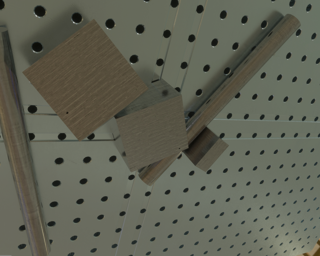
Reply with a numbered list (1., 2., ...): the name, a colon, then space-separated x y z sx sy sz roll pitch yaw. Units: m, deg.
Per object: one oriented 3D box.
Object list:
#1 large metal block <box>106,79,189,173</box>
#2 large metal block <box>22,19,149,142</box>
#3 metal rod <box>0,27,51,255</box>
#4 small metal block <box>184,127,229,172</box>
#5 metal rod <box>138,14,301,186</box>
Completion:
1. large metal block: -0.016 -0.004 0.384 0.081 0.050 0.080 -22 127 -16
2. large metal block: -0.069 -0.044 0.306 0.080 0.050 0.080 -38 96 -3
3. metal rod: -0.156 0.041 0.350 0.025 0.025 0.298 -11 123 -23
4. small metal block: 0.062 0.026 0.445 0.025 0.050 0.050 34 99 -39
5. metal rod: 0.079 -0.035 0.432 0.300 0.025 0.025 -47 129 5
